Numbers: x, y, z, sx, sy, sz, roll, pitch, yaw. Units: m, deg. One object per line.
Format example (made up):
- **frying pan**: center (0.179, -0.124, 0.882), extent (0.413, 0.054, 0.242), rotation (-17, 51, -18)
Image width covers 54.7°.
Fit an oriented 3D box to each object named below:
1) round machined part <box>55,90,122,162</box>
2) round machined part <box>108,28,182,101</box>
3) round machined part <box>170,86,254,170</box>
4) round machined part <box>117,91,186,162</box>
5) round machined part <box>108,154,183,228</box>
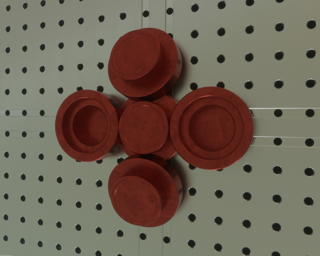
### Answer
- **round machined part**: center (-0.093, -0.003, 0.435), extent (0.098, 0.042, 0.097), rotation (0, 90, 19)
- **round machined part**: center (-0.025, -0.086, 0.399), extent (0.098, 0.042, 0.098), rotation (-5, 74, 20)
- **round machined part**: center (0.065, 0.000, 0.380), extent (0.098, 0.042, 0.097), rotation (0, 90, 19)
- **round machined part**: center (-0.015, -0.001, 0.407), extent (0.098, 0.042, 0.097), rotation (0, 90, 19)
- **round machined part**: center (-0.024, 0.085, 0.399), extent (0.098, 0.042, 0.097), rotation (5, 106, 18)
